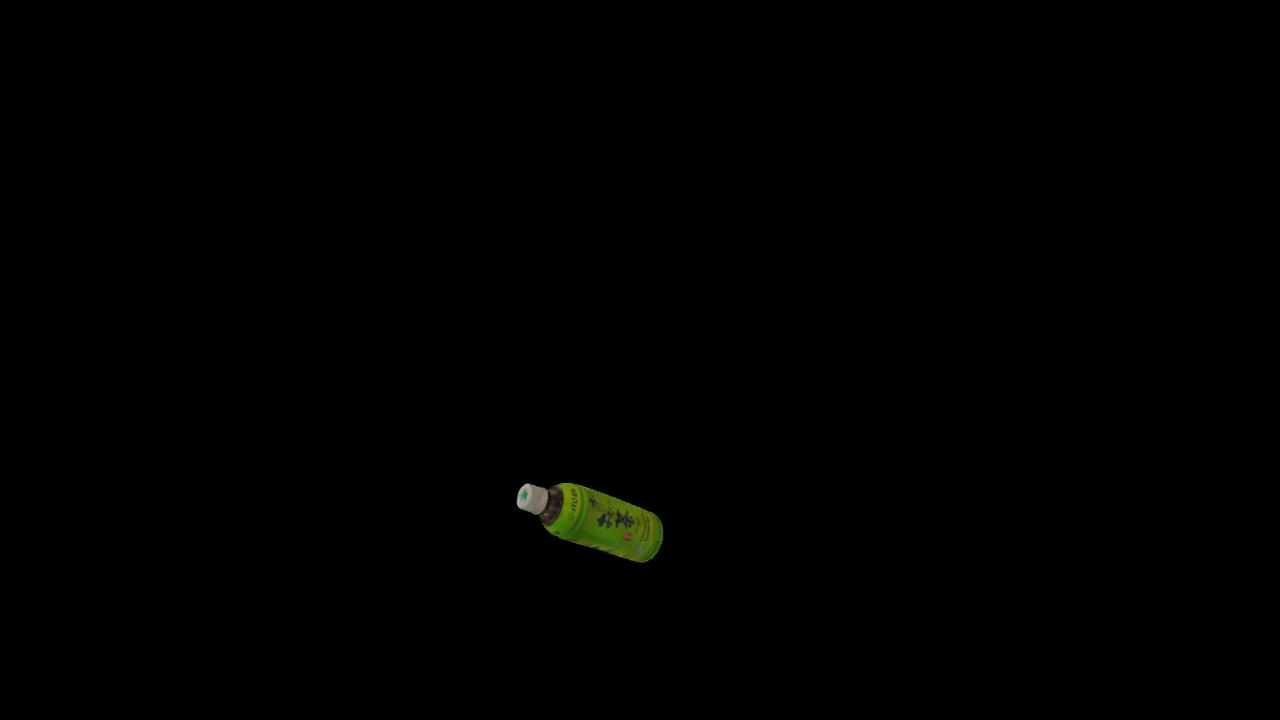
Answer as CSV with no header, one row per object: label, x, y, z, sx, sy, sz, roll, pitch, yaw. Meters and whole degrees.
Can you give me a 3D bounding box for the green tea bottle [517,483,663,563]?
green tea bottle,-0.064,0.203,0.789,0.212,0.073,0.073,29,-17,-34
